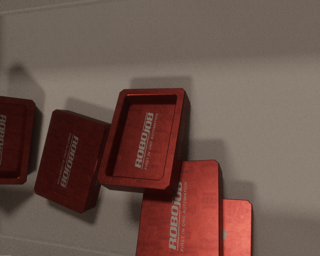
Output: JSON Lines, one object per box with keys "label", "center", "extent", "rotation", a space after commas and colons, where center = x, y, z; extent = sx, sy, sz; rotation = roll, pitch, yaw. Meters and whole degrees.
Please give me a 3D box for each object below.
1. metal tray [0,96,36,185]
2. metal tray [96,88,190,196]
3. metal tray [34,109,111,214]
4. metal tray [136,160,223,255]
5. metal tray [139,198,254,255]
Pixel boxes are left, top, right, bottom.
{"label": "metal tray", "center": [-0.242, 0.017, 0.461], "extent": [0.030, 0.091, 0.129], "rotation": [13, 96, 62]}
{"label": "metal tray", "center": [-0.017, 0.013, 0.383], "extent": [0.090, 0.030, 0.130], "rotation": [2, 64, 19]}
{"label": "metal tray", "center": [-0.125, 0.046, 0.450], "extent": [0.090, 0.030, 0.129], "rotation": [17, 96, 18]}
{"label": "metal tray", "center": [0.025, 0.103, 0.356], "extent": [0.090, 0.030, 0.130], "rotation": [-4, 58, 17]}
{"label": "metal tray", "center": [0.043, 0.131, 0.370], "extent": [0.130, 0.030, 0.090], "rotation": [-1, 59, 19]}
